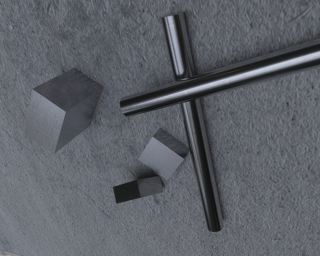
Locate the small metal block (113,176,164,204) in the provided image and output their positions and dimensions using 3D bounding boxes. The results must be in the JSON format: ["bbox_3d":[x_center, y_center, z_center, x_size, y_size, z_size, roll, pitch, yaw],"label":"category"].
[{"bbox_3d":[-0.032,0.091,0.459,0.050,0.050,0.025,-23,75,36],"label":"small metal block"}]

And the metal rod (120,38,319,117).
[{"bbox_3d":[0.092,-0.055,0.301,0.300,0.025,0.025,-13,112,26],"label":"metal rod"}]

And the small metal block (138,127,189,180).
[{"bbox_3d":[0.005,0.036,0.425,0.050,0.025,0.050,35,129,4],"label":"small metal block"}]

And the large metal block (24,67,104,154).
[{"bbox_3d":[-0.130,-0.025,0.423,0.050,0.080,0.079,34,129,5],"label":"large metal block"}]

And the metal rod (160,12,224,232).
[{"bbox_3d":[0.046,0.012,0.388,0.025,0.025,0.298,0,119,28],"label":"metal rod"}]
